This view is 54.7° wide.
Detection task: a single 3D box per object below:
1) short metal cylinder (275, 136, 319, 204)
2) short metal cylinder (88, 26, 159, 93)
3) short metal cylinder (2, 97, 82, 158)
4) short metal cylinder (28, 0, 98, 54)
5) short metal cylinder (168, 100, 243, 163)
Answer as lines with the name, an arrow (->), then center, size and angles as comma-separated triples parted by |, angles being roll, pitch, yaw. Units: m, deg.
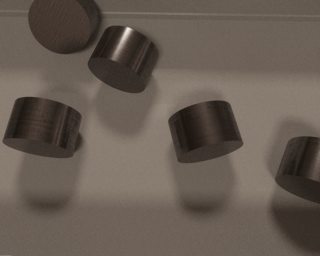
short metal cylinder -> 0.184, 0.052, 0.364 | 0.080, 0.080, 0.050 | 24, 72, 8
short metal cylinder -> -0.048, -0.089, 0.412 | 0.080, 0.080, 0.050 | 19, 71, 6
short metal cylinder -> -0.141, 0.002, 0.378 | 0.080, 0.080, 0.050 | 7, 70, 2
short metal cylinder -> -0.131, -0.148, 0.426 | 0.081, 0.079, 0.050 | 2, 33, 0
short metal cylinder -> 0.055, 0.007, 0.379 | 0.081, 0.080, 0.050 | -12, 71, -5
